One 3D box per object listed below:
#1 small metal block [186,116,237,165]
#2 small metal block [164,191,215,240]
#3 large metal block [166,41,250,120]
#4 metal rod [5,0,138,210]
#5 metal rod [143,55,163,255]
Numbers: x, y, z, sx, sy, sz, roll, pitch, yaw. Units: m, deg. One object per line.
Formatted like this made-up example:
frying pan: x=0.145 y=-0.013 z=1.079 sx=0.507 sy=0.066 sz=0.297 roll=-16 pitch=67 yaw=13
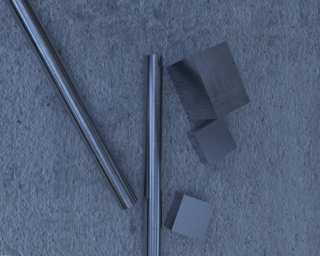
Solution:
small metal block: x=0.073 y=0.017 z=0.438 sx=0.050 sy=0.025 sz=0.050 roll=-30 pitch=100 yaw=-18
small metal block: x=0.041 y=0.120 z=0.426 sx=0.050 sy=0.025 sz=0.050 roll=23 pitch=82 yaw=-19
large metal block: x=0.060 y=-0.058 z=0.403 sx=0.050 sy=0.080 sz=0.080 roll=-27 pitch=99 yaw=-18
metal rod: x=-0.106 y=-0.035 z=0.370 sx=0.025 sy=0.025 sz=0.299 roll=-30 pitch=100 yaw=-18
metal rod: x=-0.009 y=0.056 z=0.406 sx=0.025 sy=0.025 sz=0.298 roll=0 pitch=90 yaw=-20
